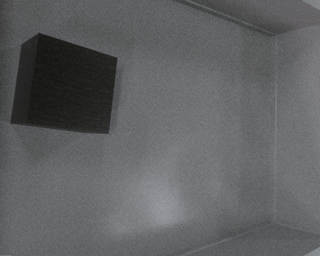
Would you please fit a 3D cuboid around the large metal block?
[{"bbox_3d":[-0.095,-0.039,0.311,0.081,0.050,0.080,10,84,-40],"label":"large metal block"}]
